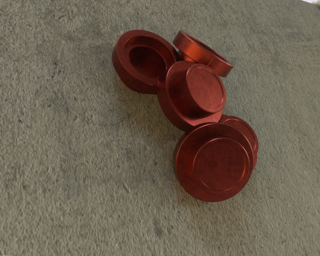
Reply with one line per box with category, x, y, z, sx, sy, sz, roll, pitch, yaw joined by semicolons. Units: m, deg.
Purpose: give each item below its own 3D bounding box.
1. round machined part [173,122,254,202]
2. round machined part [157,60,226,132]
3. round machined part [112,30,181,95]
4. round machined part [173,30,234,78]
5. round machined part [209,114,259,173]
round machined part;0.068;0.043;0.374;0.099;0.042;0.097;-1;95;-9
round machined part;0.048;-0.045;0.407;0.099;0.042;0.098;14;64;-32
round machined part;-0.021;-0.087;0.438;0.099;0.042;0.098;14;56;-21
round machined part;0.060;-0.105;0.475;0.098;0.042;0.098;29;21;-12
round machined part;0.098;0.021;0.436;0.099;0.042;0.098;14;56;-21
